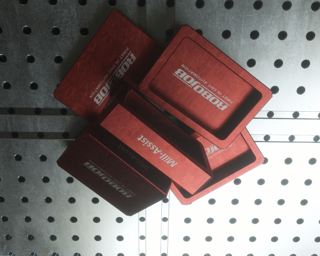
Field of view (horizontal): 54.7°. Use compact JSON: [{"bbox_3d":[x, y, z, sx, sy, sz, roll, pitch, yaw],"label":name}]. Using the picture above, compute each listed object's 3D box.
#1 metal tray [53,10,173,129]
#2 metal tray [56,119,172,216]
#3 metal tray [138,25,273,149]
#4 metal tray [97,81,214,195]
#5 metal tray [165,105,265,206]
[{"bbox_3d":[-0.057,-0.066,0.385,0.090,0.030,0.130,37,106,-13],"label":"metal tray"},{"bbox_3d":[-0.061,0.058,0.411,0.130,0.030,0.090,40,130,-14],"label":"metal tray"},{"bbox_3d":[0.051,-0.046,0.362,0.130,0.030,0.090,34,106,-12],"label":"metal tray"},{"bbox_3d":[-0.003,0.008,0.349,0.130,0.090,0.030,39,105,-14],"label":"metal tray"},{"bbox_3d":[0.063,0.038,0.424,0.130,0.030,0.090,-32,107,10],"label":"metal tray"}]
